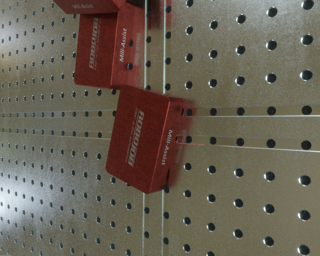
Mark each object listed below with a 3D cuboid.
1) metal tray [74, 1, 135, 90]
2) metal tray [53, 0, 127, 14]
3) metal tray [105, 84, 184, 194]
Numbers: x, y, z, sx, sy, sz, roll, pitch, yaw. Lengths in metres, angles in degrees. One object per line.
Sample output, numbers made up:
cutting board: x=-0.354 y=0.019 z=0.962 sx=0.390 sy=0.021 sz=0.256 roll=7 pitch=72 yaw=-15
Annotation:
metal tray: x=-0.088 y=-0.127 z=0.476 sx=0.090 sy=0.030 sz=0.129 roll=11 pitch=97 yaw=39
metal tray: x=-0.089 y=-0.210 z=0.448 sx=0.130 sy=0.030 sz=0.090 roll=17 pitch=72 yaw=40
metal tray: x=-0.024 y=0.013 z=0.424 sx=0.090 sy=0.030 sz=0.129 roll=20 pitch=102 yaw=38
